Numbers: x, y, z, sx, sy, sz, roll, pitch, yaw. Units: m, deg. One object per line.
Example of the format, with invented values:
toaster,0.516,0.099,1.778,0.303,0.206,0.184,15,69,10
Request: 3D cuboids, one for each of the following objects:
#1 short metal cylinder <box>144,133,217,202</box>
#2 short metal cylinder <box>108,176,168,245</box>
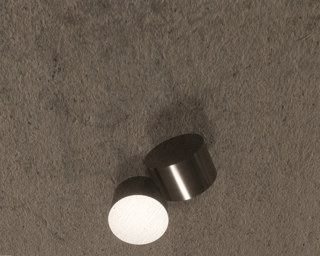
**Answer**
short metal cylinder,0.027,0.049,0.399,0.080,0.080,0.050,-22,109,7
short metal cylinder,-0.029,0.116,0.439,0.081,0.050,0.079,0,110,-1
